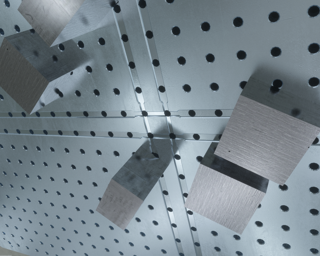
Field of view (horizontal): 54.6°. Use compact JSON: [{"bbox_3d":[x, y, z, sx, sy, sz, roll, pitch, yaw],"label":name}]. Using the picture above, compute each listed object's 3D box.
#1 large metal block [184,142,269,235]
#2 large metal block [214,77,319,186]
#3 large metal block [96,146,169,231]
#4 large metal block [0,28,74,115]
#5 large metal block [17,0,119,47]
[{"bbox_3d":[0.085,0.077,0.398,0.080,0.050,0.079,24,127,13],"label":"large metal block"},{"bbox_3d":[0.115,0.003,0.336,0.080,0.050,0.079,25,127,12],"label":"large metal block"},{"bbox_3d":[-0.040,0.087,0.451,0.050,0.080,0.080,34,129,6],"label":"large metal block"},{"bbox_3d":[-0.185,-0.080,0.444,0.080,0.050,0.080,46,129,-4],"label":"large metal block"},{"bbox_3d":[-0.092,-0.142,0.337,0.080,0.080,0.050,-33,100,38],"label":"large metal block"}]
